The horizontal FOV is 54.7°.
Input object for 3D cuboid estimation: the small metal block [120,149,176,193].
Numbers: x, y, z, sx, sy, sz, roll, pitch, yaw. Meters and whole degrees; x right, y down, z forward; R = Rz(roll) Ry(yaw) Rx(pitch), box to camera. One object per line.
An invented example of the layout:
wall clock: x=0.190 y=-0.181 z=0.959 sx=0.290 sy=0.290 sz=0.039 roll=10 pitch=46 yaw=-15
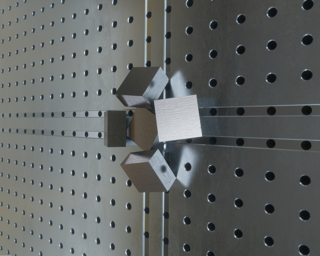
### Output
small metal block: x=-0.015 y=0.057 z=0.404 sx=0.050 sy=0.025 sz=0.050 roll=-11 pitch=119 yaw=39

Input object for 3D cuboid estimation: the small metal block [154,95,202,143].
small metal block: x=0.022 y=-0.010 z=0.374 sx=0.050 sy=0.025 sz=0.050 roll=-8 pitch=84 yaw=4

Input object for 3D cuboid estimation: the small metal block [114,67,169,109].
small metal block: x=-0.024 y=-0.054 z=0.411 sx=0.050 sy=0.025 sz=0.050 roll=8 pitch=59 yaw=39

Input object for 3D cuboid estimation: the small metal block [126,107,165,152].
small metal block: x=-0.014 y=0.000 z=0.419 sx=0.050 sy=0.025 sz=0.050 roll=38 pitch=113 yaw=33

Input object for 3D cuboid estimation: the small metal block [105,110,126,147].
small metal block: x=-0.065 y=0.001 z=0.446 sx=0.050 sy=0.025 sz=0.050 roll=180 pitch=90 yaw=-74
